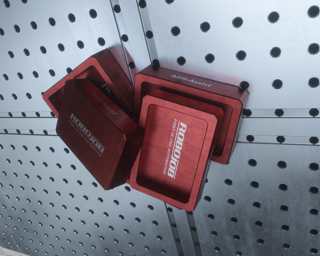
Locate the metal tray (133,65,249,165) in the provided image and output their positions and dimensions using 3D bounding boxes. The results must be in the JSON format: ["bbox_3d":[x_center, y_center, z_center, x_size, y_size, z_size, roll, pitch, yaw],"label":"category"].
[{"bbox_3d":[0.032,-0.017,0.380,0.130,0.030,0.089,18,125,18],"label":"metal tray"}]

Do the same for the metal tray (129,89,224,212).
[{"bbox_3d":[0.017,0.028,0.376,0.090,0.030,0.129,18,114,18],"label":"metal tray"}]

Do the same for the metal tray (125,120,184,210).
[{"bbox_3d":[-0.010,0.053,0.446,0.130,0.030,0.089,24,127,14],"label":"metal tray"}]

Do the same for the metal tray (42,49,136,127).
[{"bbox_3d":[-0.097,-0.039,0.435,0.130,0.030,0.090,-24,105,37],"label":"metal tray"}]

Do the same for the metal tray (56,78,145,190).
[{"bbox_3d":[-0.084,0.005,0.403,0.130,0.030,0.089,41,125,29],"label":"metal tray"}]
